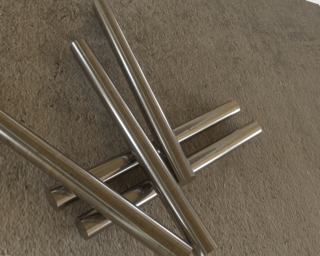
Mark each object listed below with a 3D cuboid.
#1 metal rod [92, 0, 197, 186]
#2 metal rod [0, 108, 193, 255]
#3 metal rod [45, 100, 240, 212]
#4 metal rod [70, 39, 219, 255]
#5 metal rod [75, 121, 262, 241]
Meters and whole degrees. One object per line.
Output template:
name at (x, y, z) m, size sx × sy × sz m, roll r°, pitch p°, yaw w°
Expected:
metal rod at (-0.030, -0.063, 0.404) m, size 0.025 × 0.025 × 0.299 m, roll -9°, pitch 60°, yaw -32°
metal rod at (-0.100, 0.035, 0.299) m, size 0.301 × 0.025 × 0.025 m, roll 34°, pitch 51°, yaw 5°
metal rod at (0.004, 0.020, 0.393) m, size 0.302 × 0.025 × 0.025 m, roll -25°, pitch 76°, yaw -37°
metal rod at (-0.031, 0.006, 0.354) m, size 0.025 × 0.025 × 0.299 m, roll -17°, pitch 62°, yaw -35°
metal rod at (0.035, 0.050, 0.391) m, size 0.302 × 0.025 × 0.025 m, roll -24°, pitch 75°, yaw -36°
